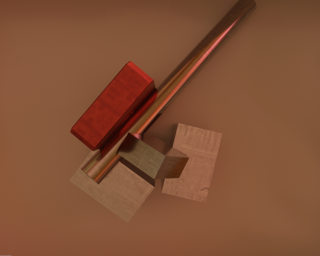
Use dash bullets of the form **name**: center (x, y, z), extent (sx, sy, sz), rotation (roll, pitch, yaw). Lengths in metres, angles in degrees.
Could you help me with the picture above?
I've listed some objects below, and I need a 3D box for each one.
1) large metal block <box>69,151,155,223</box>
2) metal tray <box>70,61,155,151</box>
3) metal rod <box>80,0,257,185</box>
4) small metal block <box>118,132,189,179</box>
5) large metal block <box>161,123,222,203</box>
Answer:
- **large metal block**: center (-0.053, 0.062, 0.383), extent (0.080, 0.080, 0.050), rotation (36, 90, -1)
- **metal tray**: center (-0.045, -0.022, 0.357), extent (0.030, 0.130, 0.090), rotation (40, 91, 0)
- **metal rod**: center (0.022, -0.057, 0.365), extent (0.025, 0.025, 0.301), rotation (42, 72, 0)
- **small metal block**: center (-0.006, 0.029, 0.323), extent (0.050, 0.050, 0.025), rotation (30, 99, 31)
- **large metal block**: center (0.035, 0.039, 0.384), extent (0.050, 0.080, 0.080), rotation (14, 90, 0)
